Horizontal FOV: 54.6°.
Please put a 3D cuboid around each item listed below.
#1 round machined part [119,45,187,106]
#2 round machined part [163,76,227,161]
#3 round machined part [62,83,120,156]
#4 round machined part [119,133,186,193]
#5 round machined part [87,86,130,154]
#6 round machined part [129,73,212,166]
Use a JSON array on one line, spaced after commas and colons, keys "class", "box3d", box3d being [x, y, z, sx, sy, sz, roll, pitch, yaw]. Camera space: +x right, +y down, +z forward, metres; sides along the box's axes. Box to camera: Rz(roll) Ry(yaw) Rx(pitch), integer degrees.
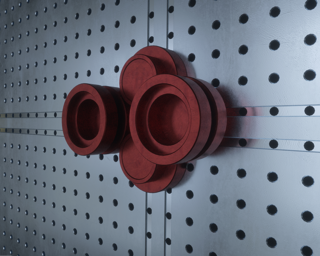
[{"class": "round machined part", "box3d": [-0.016, -0.061, 0.412, 0.098, 0.042, 0.097, 0, 90, 40]}, {"class": "round machined part", "box3d": [0.036, -0.010, 0.369, 0.098, 0.042, 0.097, 0, 90, 40]}, {"class": "round machined part", "box3d": [-0.091, -0.012, 0.432, 0.098, 0.042, 0.097, 0, 90, 40]}, {"class": "round machined part", "box3d": [-0.016, 0.038, 0.412, 0.098, 0.042, 0.097, 0, 90, 40]}, {"class": "round machined part", "box3d": [-0.068, -0.011, 0.455, 0.098, 0.042, 0.097, 0, 90, 40]}, {"class": "round machined part", "box3d": [0.015, -0.009, 0.344, 0.098, 0.042, 0.097, 0, 90, 40]}]
